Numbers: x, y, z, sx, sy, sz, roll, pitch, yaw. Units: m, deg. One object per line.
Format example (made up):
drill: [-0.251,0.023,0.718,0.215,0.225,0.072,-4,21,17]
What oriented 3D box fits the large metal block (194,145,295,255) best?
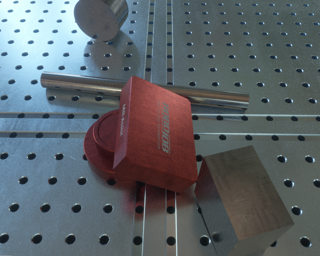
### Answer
large metal block: [0.075,0.076,0.305,0.050,0.080,0.080,-12,56,-10]

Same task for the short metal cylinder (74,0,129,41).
short metal cylinder: [-0.101,-0.200,0.539,0.080,0.080,0.050,12,51,10]

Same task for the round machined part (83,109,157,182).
round machined part: [-0.045,0.014,0.384,0.099,0.042,0.098,0,50,0]

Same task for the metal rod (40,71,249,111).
metal rod: [-0.025,-0.055,0.453,0.302,0.025,0.025,7,50,5]

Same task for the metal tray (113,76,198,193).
metal tray: [-0.004,0.005,0.372,0.091,0.030,0.130,21,45,-24]
